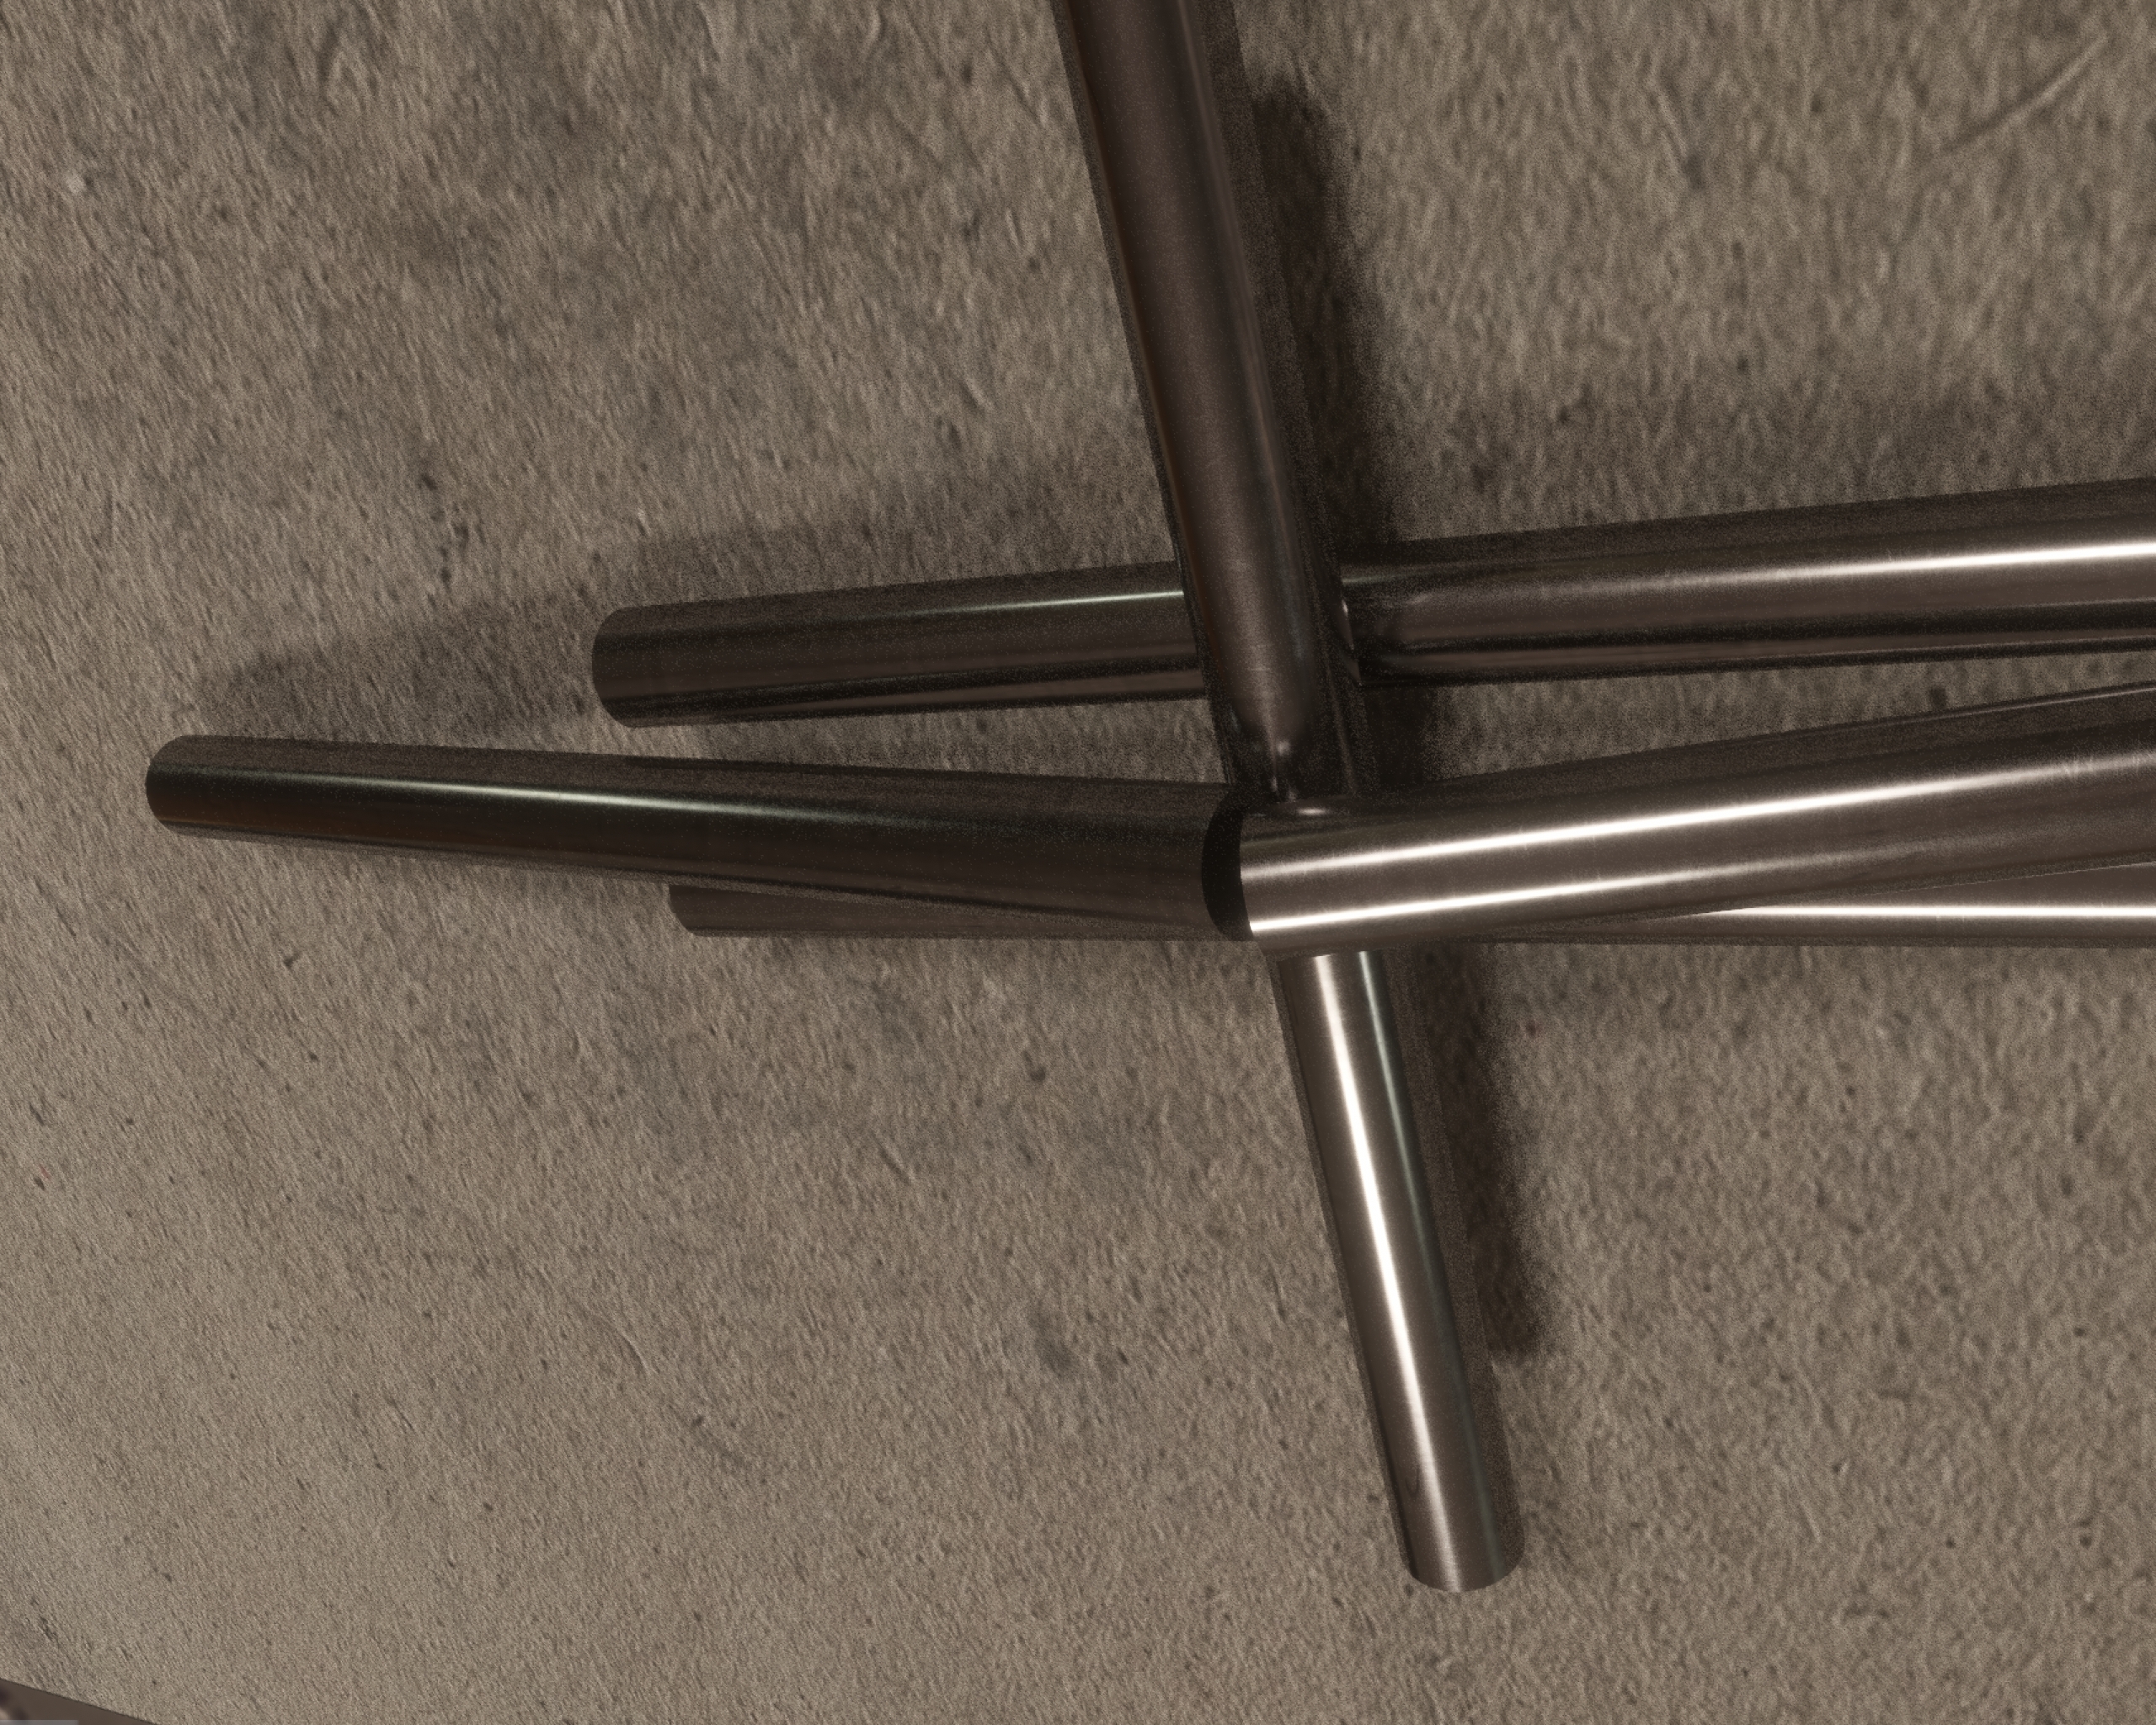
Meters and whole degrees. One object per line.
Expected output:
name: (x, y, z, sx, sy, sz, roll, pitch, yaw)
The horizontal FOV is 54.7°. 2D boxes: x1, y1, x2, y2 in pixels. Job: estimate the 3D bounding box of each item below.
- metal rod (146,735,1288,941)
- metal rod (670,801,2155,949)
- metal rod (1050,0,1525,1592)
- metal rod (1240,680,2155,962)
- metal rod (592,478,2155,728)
metal rod: (-0.094, -0.009, 0.418, 0.300, 0.025, 0.025, 4, 121, 36)
metal rod: (0.053, 0.002, 0.380, 0.300, 0.025, 0.025, -1, 118, 28)
metal rod: (0.043, 0.006, 0.356, 0.025, 0.025, 0.298, -1, 118, 28)
metal rod: (0.170, -0.015, 0.277, 0.301, 0.025, 0.025, -8, 115, 20)
metal rod: (0.041, -0.042, 0.359, 0.300, 0.025, 0.025, -1, 118, 28)
